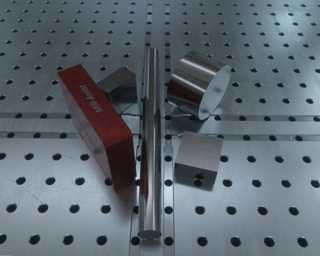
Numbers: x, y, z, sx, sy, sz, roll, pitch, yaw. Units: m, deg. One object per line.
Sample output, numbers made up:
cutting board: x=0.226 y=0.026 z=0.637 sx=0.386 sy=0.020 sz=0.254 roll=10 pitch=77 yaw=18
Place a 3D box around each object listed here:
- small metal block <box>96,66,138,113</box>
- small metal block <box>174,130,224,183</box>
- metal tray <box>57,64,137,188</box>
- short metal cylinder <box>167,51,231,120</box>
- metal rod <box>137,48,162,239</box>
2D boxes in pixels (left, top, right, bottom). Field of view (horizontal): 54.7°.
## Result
small metal block: x=-0.059 y=-0.049 z=0.431 sx=0.025 sy=0.050 sz=0.050 roll=34 pitch=58 yaw=25
small metal block: x=0.048 y=0.034 z=0.380 sx=0.050 sy=0.025 sz=0.050 roll=12 pitch=51 yaw=9
metal tray: x=-0.075 y=-0.003 z=0.366 sx=0.030 sy=0.089 sz=0.130 roll=-26 pitch=55 yaw=-20
short metal cylinder: x=0.053 y=-0.058 z=0.421 sx=0.050 sy=0.080 sz=0.080 roll=31 pitch=56 yaw=23
metal rod: x=-0.011 y=-0.006 z=0.412 sx=0.025 sy=0.025 sz=0.300 roll=0 pitch=50 yaw=-1
